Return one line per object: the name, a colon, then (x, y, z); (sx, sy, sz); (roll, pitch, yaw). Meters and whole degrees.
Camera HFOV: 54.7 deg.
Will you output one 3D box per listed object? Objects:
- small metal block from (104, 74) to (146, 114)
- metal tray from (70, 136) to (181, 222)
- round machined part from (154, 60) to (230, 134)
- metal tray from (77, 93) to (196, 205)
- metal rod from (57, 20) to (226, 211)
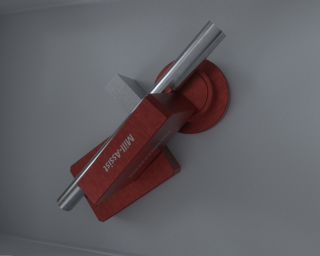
small metal block: (-0.037, -0.042, 0.408); (0.025, 0.050, 0.050); (-46, 76, 14)
metal tray: (-0.049, 0.056, 0.423); (0.130, 0.030, 0.090); (-36, 79, 16)
round machined part: (0.036, -0.041, 0.386); (0.098, 0.042, 0.097); (0, 90, 19)
metal tray: (-0.023, 0.019, 0.341); (0.030, 0.090, 0.129); (44, 110, 11)
metal rod: (-0.034, -0.002, 0.378); (0.025, 0.025, 0.299); (47, 108, 14)
